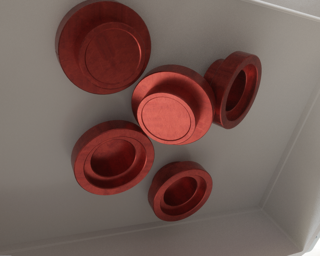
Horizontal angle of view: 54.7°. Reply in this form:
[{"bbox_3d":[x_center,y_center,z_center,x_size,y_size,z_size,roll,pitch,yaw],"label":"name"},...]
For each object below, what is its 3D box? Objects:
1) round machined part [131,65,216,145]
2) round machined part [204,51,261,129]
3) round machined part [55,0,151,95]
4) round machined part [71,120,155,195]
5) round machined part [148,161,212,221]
[{"bbox_3d":[0.012,-0.020,0.357,0.098,0.042,0.097,9,124,14],"label":"round machined part"},{"bbox_3d":[0.087,-0.051,0.399,0.099,0.042,0.097,-32,136,-38],"label":"round machined part"},{"bbox_3d":[-0.054,-0.079,0.319,0.099,0.042,0.097,-14,124,-21],"label":"round machined part"},{"bbox_3d":[-0.060,0.032,0.383,0.099,0.042,0.097,-13,125,-19],"label":"round machined part"},{"bbox_3d":[0.026,0.090,0.467,0.099,0.042,0.097,-14,124,-21],"label":"round machined part"}]
